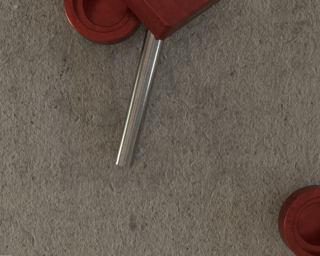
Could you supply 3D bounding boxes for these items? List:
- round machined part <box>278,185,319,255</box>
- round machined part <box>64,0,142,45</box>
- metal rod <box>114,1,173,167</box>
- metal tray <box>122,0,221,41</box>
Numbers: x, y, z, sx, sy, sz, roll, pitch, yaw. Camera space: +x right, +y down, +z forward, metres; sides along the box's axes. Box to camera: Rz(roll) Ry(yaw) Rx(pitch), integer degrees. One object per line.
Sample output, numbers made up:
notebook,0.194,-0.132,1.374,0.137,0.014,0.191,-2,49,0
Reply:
round machined part,0.202,0.122,0.403,0.099,0.042,0.097,0,90,0
round machined part,-0.069,-0.156,0.401,0.099,0.042,0.097,0,90,0
metal rod,-0.011,-0.095,0.385,0.025,0.025,0.298,15,100,0
metal tray,0.019,-0.176,0.380,0.090,0.030,0.131,48,63,0
